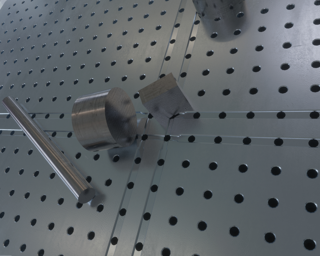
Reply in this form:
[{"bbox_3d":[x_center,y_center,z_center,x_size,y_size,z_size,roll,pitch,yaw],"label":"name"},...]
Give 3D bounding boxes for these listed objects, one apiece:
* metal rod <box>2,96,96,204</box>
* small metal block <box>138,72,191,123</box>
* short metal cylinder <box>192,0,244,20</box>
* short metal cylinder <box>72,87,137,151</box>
[{"bbox_3d":[-0.191,0.020,0.496,0.025,0.025,0.300,-49,52,-6],"label":"metal rod"},{"bbox_3d":[0.007,-0.039,0.413,0.050,0.050,0.025,-28,52,11],"label":"small metal block"},{"bbox_3d":[0.086,-0.216,0.480,0.080,0.050,0.080,-13,56,21],"label":"short metal cylinder"},{"bbox_3d":[-0.072,-0.011,0.418,0.050,0.080,0.080,-10,58,23],"label":"short metal cylinder"}]
